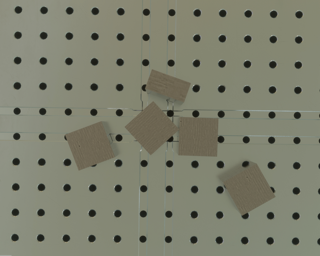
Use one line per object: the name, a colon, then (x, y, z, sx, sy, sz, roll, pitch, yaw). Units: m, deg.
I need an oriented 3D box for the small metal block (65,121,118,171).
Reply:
small metal block: (-0.090, 0.023, 0.413, 0.050, 0.025, 0.050, -21, 90, 0)

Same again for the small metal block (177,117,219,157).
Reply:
small metal block: (0.050, 0.011, 0.414, 0.050, 0.025, 0.050, 2, 90, 0)

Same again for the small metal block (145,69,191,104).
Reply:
small metal block: (0.010, -0.051, 0.401, 0.050, 0.050, 0.025, 20, 90, 0)

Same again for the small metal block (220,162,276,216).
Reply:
small metal block: (0.116, 0.080, 0.414, 0.050, 0.025, 0.050, -29, 90, 0)

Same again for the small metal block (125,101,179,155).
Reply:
small metal block: (-0.010, 0.000, 0.413, 0.050, 0.025, 0.050, -42, 90, 0)
